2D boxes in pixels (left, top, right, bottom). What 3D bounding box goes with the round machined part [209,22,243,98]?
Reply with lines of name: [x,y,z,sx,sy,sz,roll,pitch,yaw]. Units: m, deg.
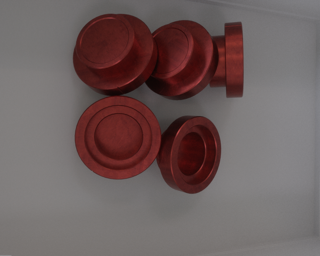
round machined part: [0.087,-0.089,0.412,0.042,0.098,0.097,-1,91,12]

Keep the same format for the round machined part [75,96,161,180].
round machined part: [-0.050,0.009,0.375,0.099,0.042,0.097,-1,97,-7]

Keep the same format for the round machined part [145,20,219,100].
round machined part: [0.017,-0.086,0.376,0.042,0.098,0.098,21,81,-58]

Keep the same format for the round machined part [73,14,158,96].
round machined part: [-0.056,-0.089,0.354,0.098,0.042,0.098,-4,73,13]

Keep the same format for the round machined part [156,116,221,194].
round machined part: [0.033,0.032,0.401,0.099,0.042,0.097,-5,97,-44]
